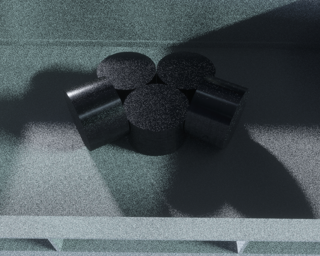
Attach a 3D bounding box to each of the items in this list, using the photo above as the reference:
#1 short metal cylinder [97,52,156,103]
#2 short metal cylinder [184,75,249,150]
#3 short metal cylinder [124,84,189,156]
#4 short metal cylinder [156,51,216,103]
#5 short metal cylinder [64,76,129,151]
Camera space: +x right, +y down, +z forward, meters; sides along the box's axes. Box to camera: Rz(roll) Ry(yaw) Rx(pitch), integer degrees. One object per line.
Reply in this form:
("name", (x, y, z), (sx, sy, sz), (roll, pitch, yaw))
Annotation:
("short metal cylinder", (-0.045, -0.064, 0.440), (0.080, 0.050, 0.080), (0, 50, 0))
("short metal cylinder", (0.071, -0.020, 0.384), (0.050, 0.080, 0.080), (23, 54, 18))
("short metal cylinder", (-0.004, -0.011, 0.396), (0.080, 0.050, 0.080), (0, 50, 0))
("short metal cylinder", (0.035, -0.064, 0.441), (0.080, 0.050, 0.080), (0, 50, 0))
("short metal cylinder", (-0.079, -0.018, 0.382), (0.050, 0.080, 0.080), (-24, 54, -19))
